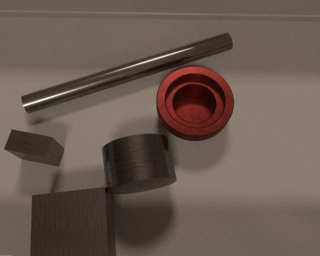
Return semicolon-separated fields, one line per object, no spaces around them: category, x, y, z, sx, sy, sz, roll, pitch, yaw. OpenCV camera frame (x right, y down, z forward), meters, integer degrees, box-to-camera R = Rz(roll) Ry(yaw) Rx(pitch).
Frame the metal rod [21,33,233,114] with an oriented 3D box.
metal rod;-0.040;-0.080;0.438;0.302;0.025;0.025;-19;71;-7

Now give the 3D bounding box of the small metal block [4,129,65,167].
small metal block;-0.154;0.026;0.385;0.050;0.050;0.025;11;71;3

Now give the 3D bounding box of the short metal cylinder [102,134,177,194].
short metal cylinder;-0.025;0.044;0.364;0.081;0.080;0.050;-10;71;-4

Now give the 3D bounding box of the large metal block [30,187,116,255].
large metal block;-0.096;0.115;0.352;0.081;0.050;0.080;-6;70;-1

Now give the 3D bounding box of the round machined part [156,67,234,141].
round machined part;0.045;-0.029;0.412;0.099;0.042;0.098;0;70;-1
